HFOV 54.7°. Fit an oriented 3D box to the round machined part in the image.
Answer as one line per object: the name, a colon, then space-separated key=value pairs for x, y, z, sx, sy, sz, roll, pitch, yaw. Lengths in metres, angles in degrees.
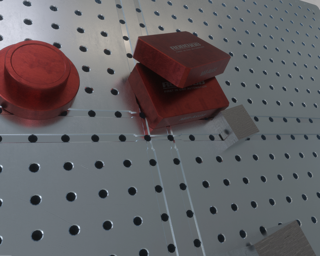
round machined part: x=-0.142 y=-0.062 z=0.359 sx=0.099 sy=0.042 sz=0.098 roll=14 pitch=56 yaw=-21

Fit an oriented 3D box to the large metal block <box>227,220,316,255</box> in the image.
large metal block: x=0.140 y=0.166 z=0.367 sx=0.081 sy=0.050 sz=0.080 roll=-12 pitch=68 yaw=-33

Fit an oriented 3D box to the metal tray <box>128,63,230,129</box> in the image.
metal tray: x=0.030 y=-0.054 z=0.454 sx=0.131 sy=0.030 sz=0.090 roll=-12 pitch=68 yaw=-33

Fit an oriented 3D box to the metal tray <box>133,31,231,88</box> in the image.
metal tray: x=0.035 y=-0.105 z=0.453 sx=0.090 sy=0.030 sz=0.131 roll=37 pitch=36 yaw=21

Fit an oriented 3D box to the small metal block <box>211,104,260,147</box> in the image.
small metal block: x=0.115 y=-0.004 z=0.473 sx=0.050 sy=0.025 sz=0.050 roll=-18 pitch=71 yaw=-35
